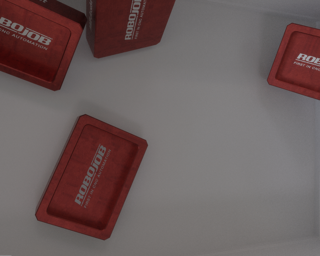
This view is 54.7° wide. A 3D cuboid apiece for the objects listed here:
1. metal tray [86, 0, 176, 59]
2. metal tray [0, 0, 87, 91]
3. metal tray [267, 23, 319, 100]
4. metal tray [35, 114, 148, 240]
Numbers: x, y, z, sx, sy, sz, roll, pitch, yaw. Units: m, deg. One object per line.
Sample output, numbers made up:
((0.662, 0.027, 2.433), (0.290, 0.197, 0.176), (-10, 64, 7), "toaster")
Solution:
((-0.033, -0.133, 0.341), (0.091, 0.129, 0.030), (-19, 76, -19), "metal tray")
((-0.154, -0.102, 0.322), (0.131, 0.030, 0.089), (21, 127, -19), "metal tray")
((0.230, -0.087, 0.434), (0.130, 0.030, 0.089), (22, 113, 20), "metal tray")
((-0.081, 0.059, 0.377), (0.090, 0.030, 0.130), (25, 82, -19), "metal tray")
